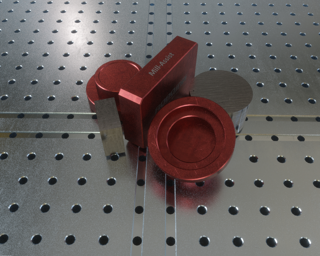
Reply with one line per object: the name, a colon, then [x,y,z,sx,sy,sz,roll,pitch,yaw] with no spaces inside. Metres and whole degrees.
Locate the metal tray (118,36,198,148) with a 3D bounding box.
metal tray: [0.002,-0.047,0.400,0.030,0.089,0.130,26,55,20]

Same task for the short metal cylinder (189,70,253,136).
short metal cylinder: [0.078,-0.032,0.414,0.081,0.050,0.080,0,50,0]

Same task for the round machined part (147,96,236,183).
round machined part: [0.038,0.016,0.364,0.098,0.042,0.098,-3,71,10]

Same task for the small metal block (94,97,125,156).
small metal block: [-0.063,-0.001,0.386,0.025,0.050,0.050,-12,51,-10]

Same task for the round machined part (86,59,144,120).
round machined part: [-0.056,-0.061,0.441,0.099,0.042,0.098,0,50,0]
